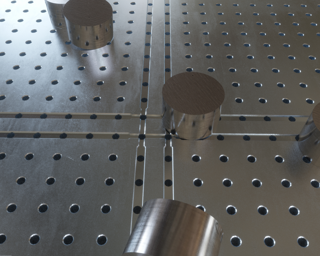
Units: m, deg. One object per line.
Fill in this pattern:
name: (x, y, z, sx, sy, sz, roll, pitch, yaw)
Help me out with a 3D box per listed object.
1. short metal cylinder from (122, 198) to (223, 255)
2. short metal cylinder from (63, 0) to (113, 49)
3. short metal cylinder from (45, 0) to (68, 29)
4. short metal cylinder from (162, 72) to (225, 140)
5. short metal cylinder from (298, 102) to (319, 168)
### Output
short metal cylinder: (0.012, 0.108, 0.282, 0.080, 0.080, 0.050, 15, 52, 12)
short metal cylinder: (-0.122, -0.183, 0.535, 0.081, 0.050, 0.080, 3, 57, -5)
short metal cylinder: (-0.171, -0.231, 0.583, 0.081, 0.050, 0.080, 0, 50, 0)
short metal cylinder: (0.043, -0.031, 0.418, 0.081, 0.050, 0.080, 0, 50, 0)
short metal cylinder: (0.223, 0.009, 0.387, 0.081, 0.050, 0.080, 1, 50, 0)
